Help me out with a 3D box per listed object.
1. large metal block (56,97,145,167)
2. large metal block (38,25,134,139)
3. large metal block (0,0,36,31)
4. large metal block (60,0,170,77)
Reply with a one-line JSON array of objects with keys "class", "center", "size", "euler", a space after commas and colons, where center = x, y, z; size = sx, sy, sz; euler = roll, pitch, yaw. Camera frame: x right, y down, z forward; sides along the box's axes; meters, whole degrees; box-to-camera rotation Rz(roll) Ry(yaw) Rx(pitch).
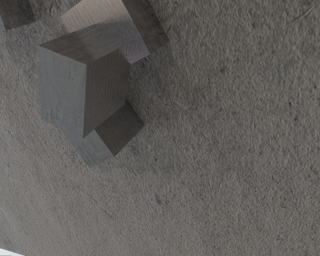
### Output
[{"class": "large metal block", "center": [-0.078, -0.009, 0.407], "size": [0.050, 0.080, 0.080], "euler": [-24, 105, 37]}, {"class": "large metal block", "center": [-0.073, -0.049, 0.315], "size": [0.050, 0.080, 0.079], "euler": [24, 127, 14]}, {"class": "large metal block", "center": [-0.223, -0.171, 0.403], "size": [0.080, 0.050, 0.079], "euler": [4, 121, 26]}, {"class": "large metal block", "center": [-0.049, -0.111, 0.348], "size": [0.080, 0.050, 0.080], "euler": [-18, 109, 35]}]
